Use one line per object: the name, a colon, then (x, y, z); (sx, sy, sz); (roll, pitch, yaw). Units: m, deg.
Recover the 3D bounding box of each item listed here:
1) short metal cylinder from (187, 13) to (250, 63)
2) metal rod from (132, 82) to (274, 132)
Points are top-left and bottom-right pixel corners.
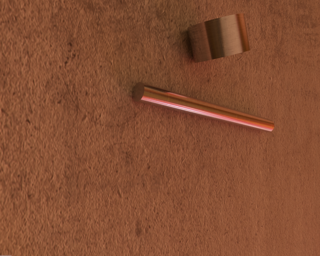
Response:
short metal cylinder: (0.083, -0.127, 0.441); (0.081, 0.080, 0.050); (-23, 105, -38)
metal rod: (0.087, -0.024, 0.480); (0.302, 0.025, 0.025); (10, 84, -40)
